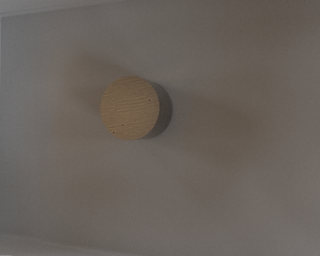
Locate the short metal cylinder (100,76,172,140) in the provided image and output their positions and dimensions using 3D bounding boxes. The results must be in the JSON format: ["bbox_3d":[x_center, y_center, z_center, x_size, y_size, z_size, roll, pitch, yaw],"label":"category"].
[{"bbox_3d":[-0.030,-0.025,0.406,0.080,0.050,0.080,0,90,20],"label":"short metal cylinder"}]
